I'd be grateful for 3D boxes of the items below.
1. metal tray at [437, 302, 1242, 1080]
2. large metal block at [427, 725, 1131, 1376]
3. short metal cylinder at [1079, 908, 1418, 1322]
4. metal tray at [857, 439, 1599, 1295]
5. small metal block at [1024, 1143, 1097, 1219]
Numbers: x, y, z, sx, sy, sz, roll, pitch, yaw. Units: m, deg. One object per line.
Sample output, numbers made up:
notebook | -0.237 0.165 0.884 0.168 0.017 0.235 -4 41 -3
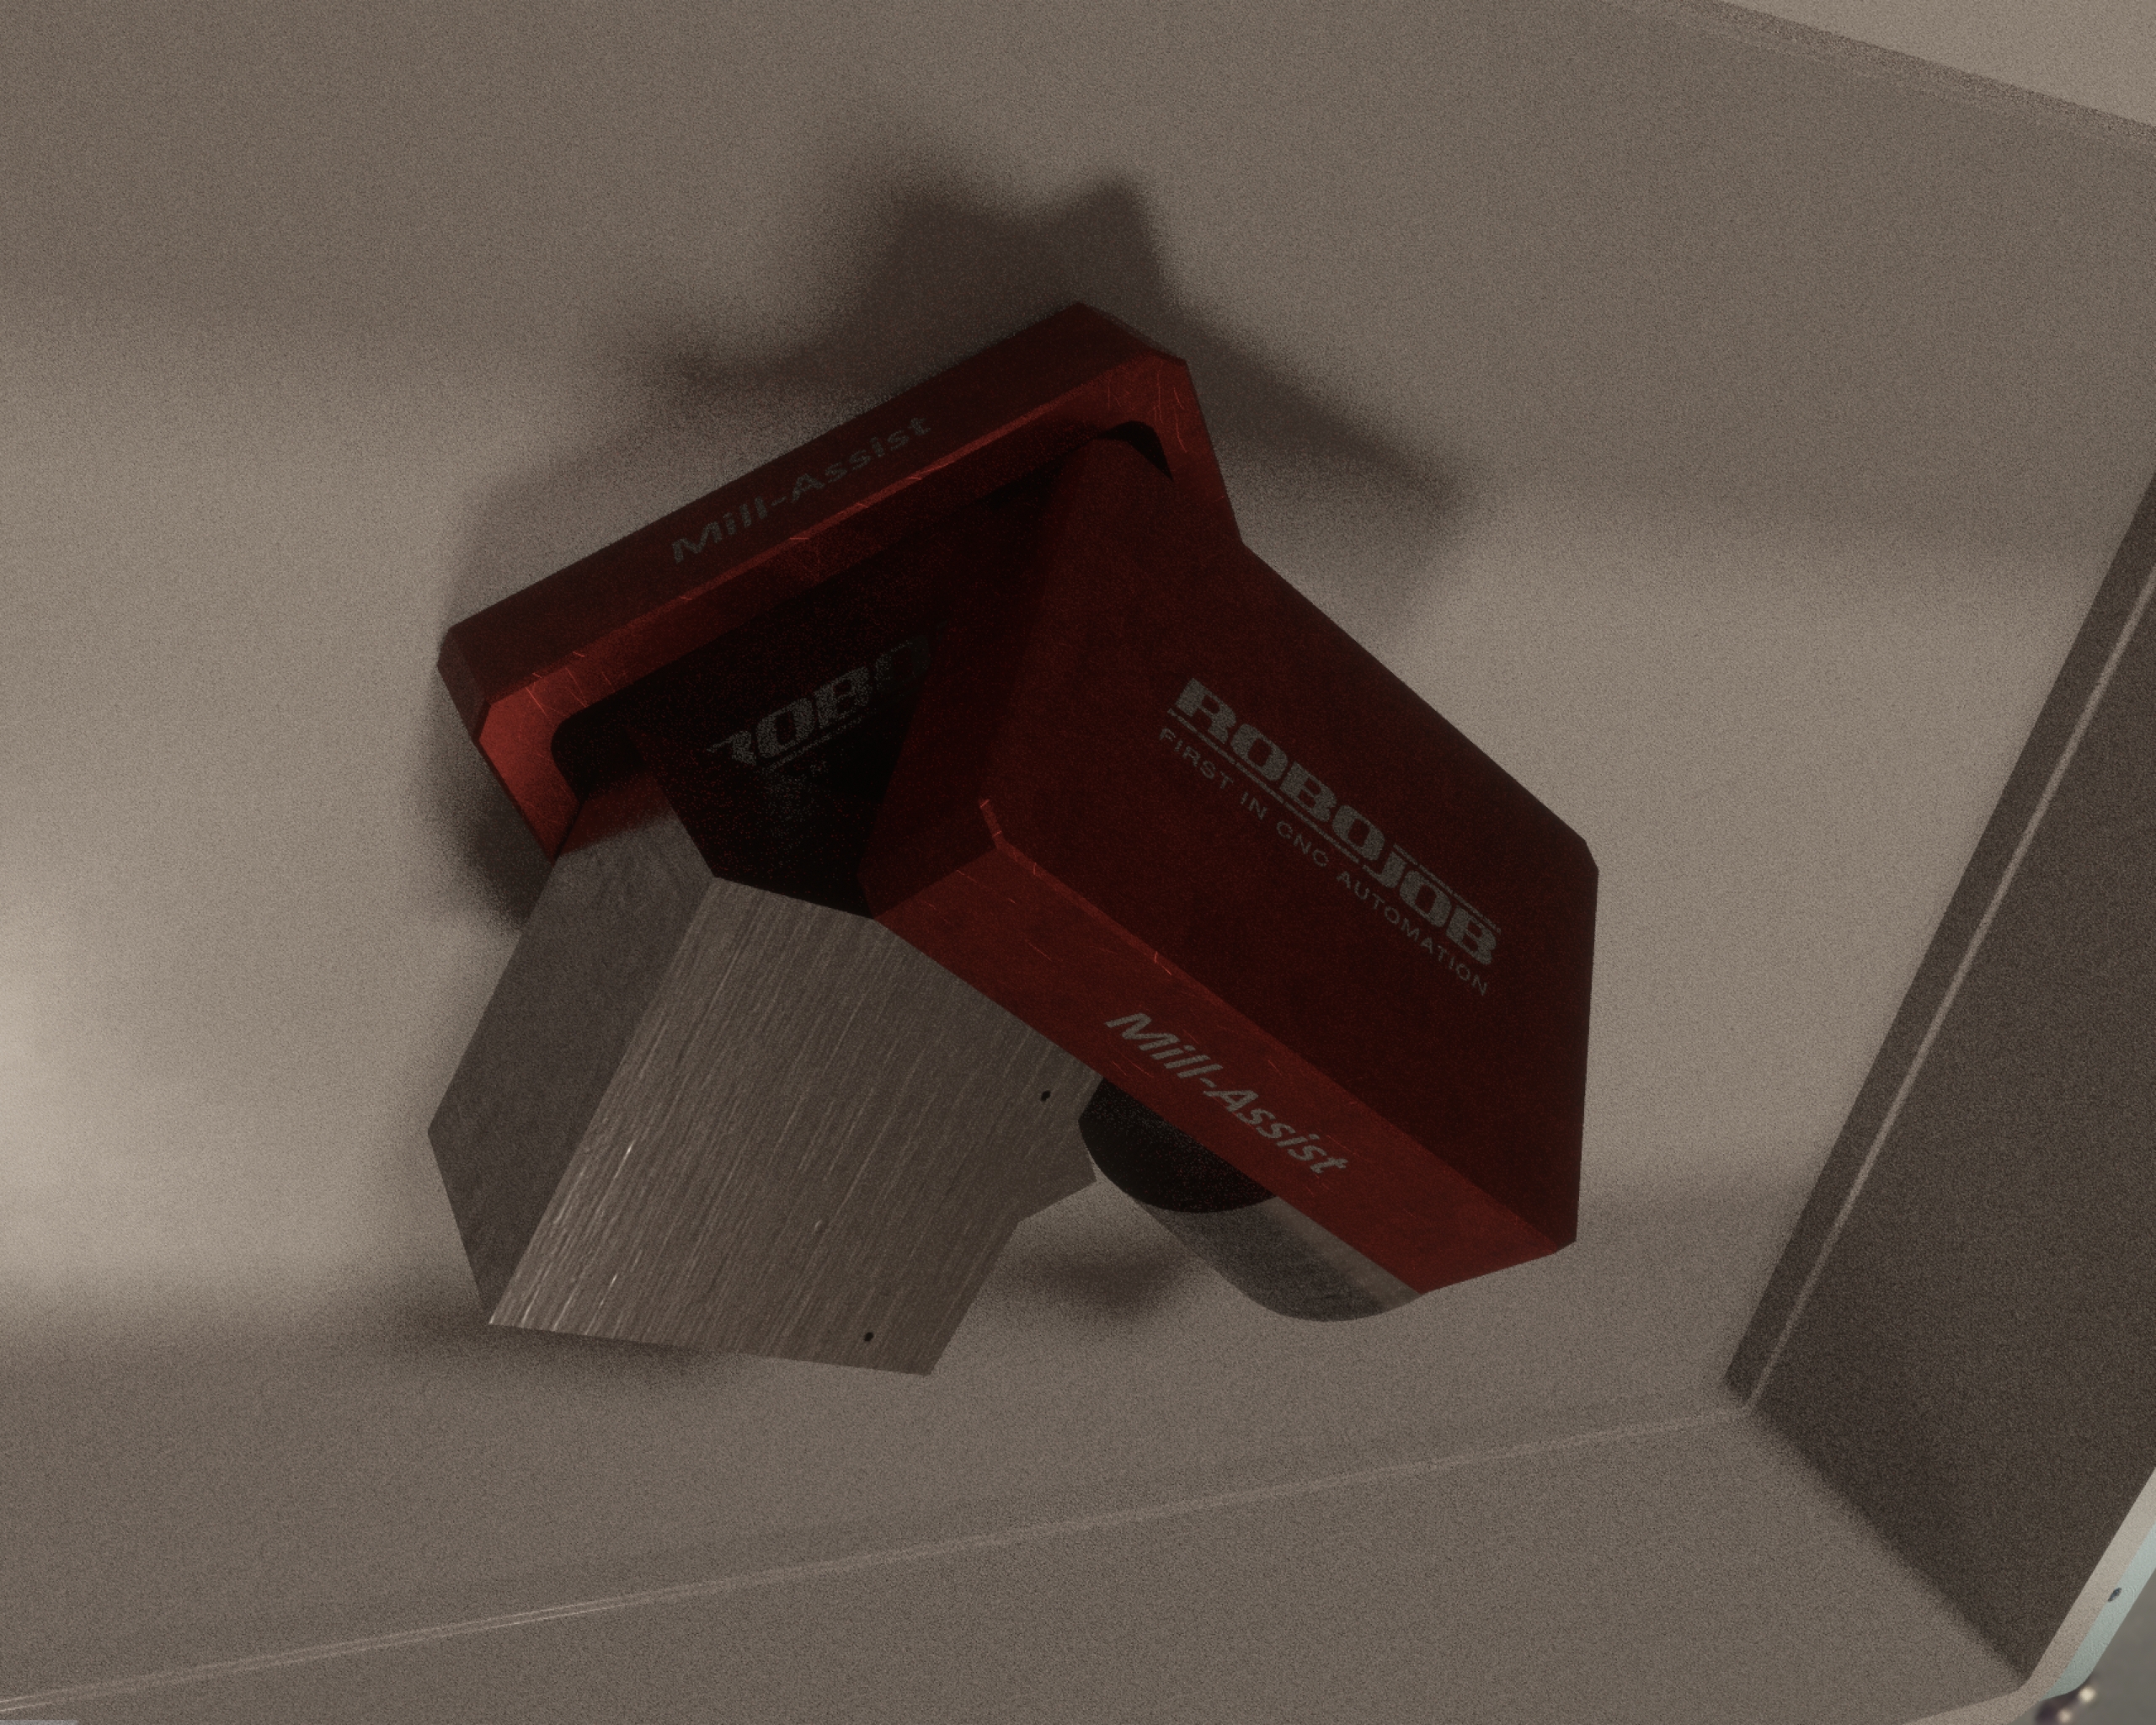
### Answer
metal tray | -0.032 -0.029 0.369 0.131 0.030 0.090 -30 129 -10
large metal block | -0.049 0.033 0.344 0.081 0.050 0.080 18 109 -36
short metal cylinder | 0.047 0.047 0.428 0.080 0.080 0.050 -43 130 1
metal tray | 0.033 0.002 0.347 0.130 0.090 0.030 37 136 -25
small metal block | -0.029 0.052 0.425 0.050 0.025 0.050 -26 128 -13
